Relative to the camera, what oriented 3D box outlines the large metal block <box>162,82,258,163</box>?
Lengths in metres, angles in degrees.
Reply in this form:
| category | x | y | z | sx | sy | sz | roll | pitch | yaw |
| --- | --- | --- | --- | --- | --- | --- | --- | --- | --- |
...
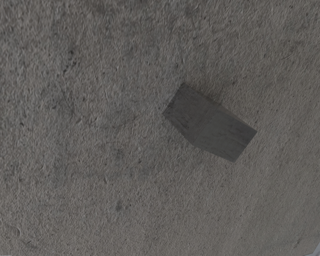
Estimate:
| category | x | y | z | sx | sy | sz | roll | pitch | yaw |
| --- | --- | --- | --- | --- | --- | --- | --- | --- | --- |
| large metal block | 0.063 | -0.007 | 0.400 | 0.080 | 0.080 | 0.050 | 24 | 106 | -37 |
